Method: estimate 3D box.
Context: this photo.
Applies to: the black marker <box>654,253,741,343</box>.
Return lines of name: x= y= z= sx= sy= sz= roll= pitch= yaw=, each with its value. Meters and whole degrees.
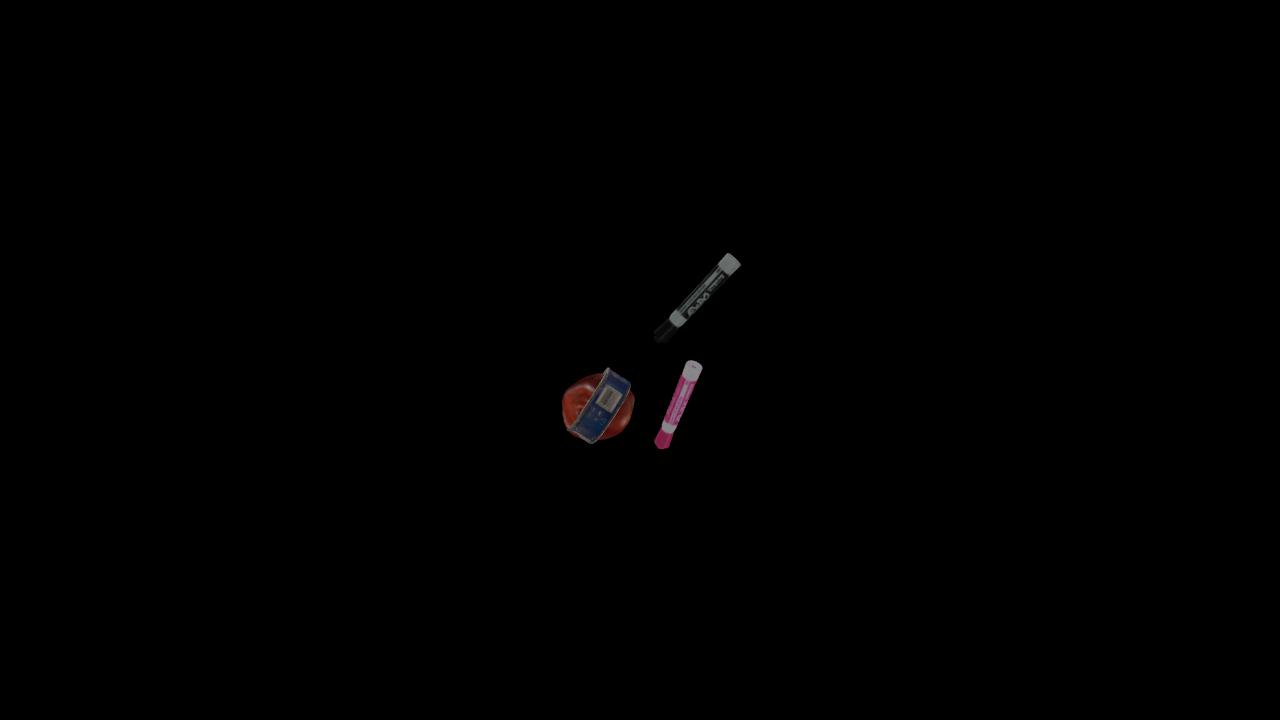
black marker: x=0.057 y=-0.062 z=0.645 sx=0.121 sy=0.020 sz=0.020 roll=-47 pitch=-20 yaw=20

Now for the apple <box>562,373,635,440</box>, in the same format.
apple: x=-0.047 y=0.054 z=0.699 sx=0.079 sy=0.079 sz=0.093 roll=0 pitch=3 yaw=25

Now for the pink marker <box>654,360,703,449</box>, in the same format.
pink marker: x=0.041 y=0.054 z=0.688 sx=0.020 sy=0.121 sz=0.020 roll=14 pitch=32 yaw=-9

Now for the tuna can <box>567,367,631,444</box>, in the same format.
tuna can: x=-0.045 y=0.052 z=0.689 sx=0.034 sy=0.084 sz=0.084 roll=33 pitch=-3 yaw=-5
